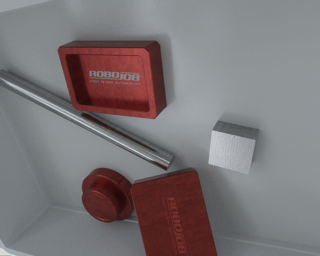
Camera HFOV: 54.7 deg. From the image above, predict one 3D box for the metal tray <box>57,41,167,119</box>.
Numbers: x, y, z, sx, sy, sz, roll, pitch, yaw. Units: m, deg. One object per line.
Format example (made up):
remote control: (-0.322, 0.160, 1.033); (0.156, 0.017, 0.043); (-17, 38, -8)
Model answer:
metal tray: (-0.061, -0.063, 0.396); (0.130, 0.030, 0.089); (7, 122, 24)

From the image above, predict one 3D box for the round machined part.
round machined part: (-0.090, 0.118, 0.516); (0.098, 0.042, 0.097); (13, 124, 20)

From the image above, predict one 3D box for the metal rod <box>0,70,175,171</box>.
metal rod: (-0.118, -0.016, 0.458); (0.301, 0.025, 0.025); (26, 127, 11)

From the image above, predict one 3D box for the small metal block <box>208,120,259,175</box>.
small metal block: (0.089, 0.023, 0.376); (0.050, 0.025, 0.050); (13, 124, 20)

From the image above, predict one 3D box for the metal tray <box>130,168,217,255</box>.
metal tray: (0.019, 0.127, 0.417); (0.091, 0.030, 0.129); (-13, 90, 1)
